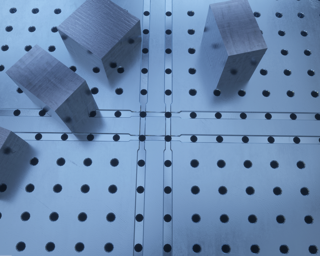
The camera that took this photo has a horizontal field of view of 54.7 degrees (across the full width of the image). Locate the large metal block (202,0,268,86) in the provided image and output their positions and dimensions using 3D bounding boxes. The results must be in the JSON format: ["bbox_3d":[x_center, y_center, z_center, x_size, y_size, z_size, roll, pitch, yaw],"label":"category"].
[{"bbox_3d":[0.098,-0.115,0.426,0.050,0.080,0.080,-13,71,-5],"label":"large metal block"}]

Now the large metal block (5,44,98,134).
[{"bbox_3d":[-0.134,-0.047,0.398,0.080,0.080,0.050,36,74,12],"label":"large metal block"}]

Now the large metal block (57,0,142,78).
[{"bbox_3d":[-0.084,-0.134,0.447,0.080,0.050,0.080,36,74,12],"label":"large metal block"}]

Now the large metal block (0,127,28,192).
[{"bbox_3d":[-0.229,0.033,0.384,0.080,0.050,0.080,20,71,7],"label":"large metal block"}]
